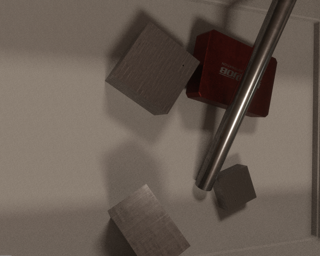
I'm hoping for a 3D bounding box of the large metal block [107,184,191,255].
[{"bbox_3d":[-0.016,0.120,0.362,0.050,0.080,0.080,-33,76,-17],"label":"large metal block"}]

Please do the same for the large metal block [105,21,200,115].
[{"bbox_3d":[-0.010,-0.072,0.394,0.080,0.050,0.080,35,79,-17],"label":"large metal block"}]

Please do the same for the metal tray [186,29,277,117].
[{"bbox_3d":[0.104,-0.072,0.436,0.131,0.030,0.090,13,85,-30],"label":"metal tray"}]

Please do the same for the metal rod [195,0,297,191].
[{"bbox_3d":[0.109,-0.051,0.389,0.025,0.025,0.298,12,110,-20],"label":"metal rod"}]

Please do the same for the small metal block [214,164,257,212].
[{"bbox_3d":[0.107,0.086,0.452,0.050,0.025,0.050,-21,97,-19],"label":"small metal block"}]
